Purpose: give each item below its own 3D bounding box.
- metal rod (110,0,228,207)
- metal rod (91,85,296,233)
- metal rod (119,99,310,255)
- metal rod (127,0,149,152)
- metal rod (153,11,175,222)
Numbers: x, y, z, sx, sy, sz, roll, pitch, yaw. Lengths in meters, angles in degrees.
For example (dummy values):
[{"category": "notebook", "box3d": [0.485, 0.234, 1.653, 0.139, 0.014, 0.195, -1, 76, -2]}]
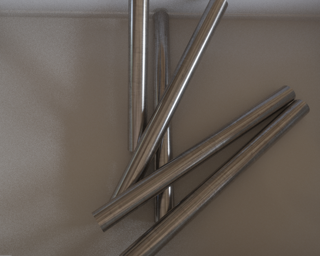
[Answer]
[{"category": "metal rod", "box3d": [0.013, -0.035, 0.389, 0.025, 0.025, 0.299, 25, 81, 8]}, {"category": "metal rod", "box3d": [0.055, 0.027, 0.380, 0.302, 0.025, 0.025, -31, 73, -19]}, {"category": "metal rod", "box3d": [0.078, 0.058, 0.373, 0.301, 0.025, 0.025, -37, 74, -19]}, {"category": "metal rod", "box3d": [-0.026, -0.119, 0.377, 0.025, 0.025, 0.298, 1, 99, 0]}, {"category": "metal rod", "box3d": [0.003, -0.029, 0.419, 0.025, 0.025, 0.299, -1, 70, 0]}]
